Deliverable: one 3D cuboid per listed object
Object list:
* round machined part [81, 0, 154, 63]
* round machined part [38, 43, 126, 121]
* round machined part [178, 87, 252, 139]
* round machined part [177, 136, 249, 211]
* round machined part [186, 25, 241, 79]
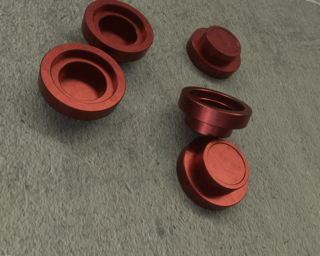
[{"bbox_3d":[-0.062,-0.131,0.439,0.099,0.042,0.098,14,56,-21],"label":"round machined part"},{"bbox_3d":[-0.095,-0.051,0.373,0.099,0.042,0.098,14,56,-21],"label":"round machined part"},{"bbox_3d":[0.071,-0.020,0.424,0.099,0.042,0.098,14,22,-5],"label":"round machined part"},{"bbox_3d":[0.075,0.053,0.400,0.099,0.042,0.098,14,56,-21],"label":"round machined part"},{"bbox_3d":[0.098,-0.135,0.528,0.099,0.042,0.098,14,56,-21],"label":"round machined part"}]
